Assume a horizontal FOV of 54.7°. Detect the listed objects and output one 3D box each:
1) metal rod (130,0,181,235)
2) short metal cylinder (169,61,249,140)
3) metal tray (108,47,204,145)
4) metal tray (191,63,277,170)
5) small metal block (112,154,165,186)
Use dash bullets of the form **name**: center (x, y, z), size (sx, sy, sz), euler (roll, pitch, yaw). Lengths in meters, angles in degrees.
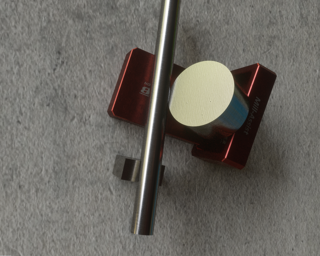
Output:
- **metal rod**: center (-0.002, -0.030, 0.369), size (0.025, 0.025, 0.299), euler (12, 77, -20)
- **short metal cylinder**: center (0.058, -0.031, 0.364), size (0.050, 0.080, 0.080), euler (32, 78, -51)
- **metal tray**: center (0.007, -0.039, 0.411), size (0.131, 0.030, 0.090), euler (19, 83, -20)
- **metal tray**: center (0.095, -0.015, 0.412), size (0.030, 0.090, 0.130), euler (24, 82, -19)
- **small metal block**: center (-0.028, 0.052, 0.387), size (0.050, 0.050, 0.025), euler (13, 86, -20)
